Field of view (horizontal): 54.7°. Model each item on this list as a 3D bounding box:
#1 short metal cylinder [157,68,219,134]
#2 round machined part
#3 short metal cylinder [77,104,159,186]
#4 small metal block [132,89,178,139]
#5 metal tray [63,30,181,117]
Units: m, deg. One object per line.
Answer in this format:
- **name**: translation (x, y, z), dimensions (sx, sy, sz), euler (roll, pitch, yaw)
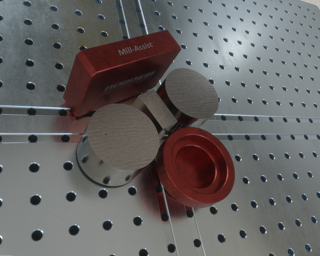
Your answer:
- **short metal cylinder**: translation (0.033, -0.035, 0.426), dimensions (0.081, 0.050, 0.080), euler (14, 56, -21)
- **round machined part**: translation (0.040, 0.051, 0.382), dimensions (0.099, 0.042, 0.098), euler (14, 56, -21)
- **short metal cylinder**: translation (-0.048, 0.019, 0.350), dimensions (0.081, 0.050, 0.080), euler (14, 56, -21)
- **small metal block**: translation (-0.012, -0.012, 0.387), dimensions (0.025, 0.050, 0.050), euler (-28, 78, -37)
- **metal tray**: translation (-0.045, -0.067, 0.377), dimensions (0.131, 0.090, 0.030), euler (-26, 77, -36)
